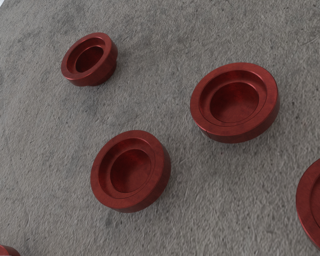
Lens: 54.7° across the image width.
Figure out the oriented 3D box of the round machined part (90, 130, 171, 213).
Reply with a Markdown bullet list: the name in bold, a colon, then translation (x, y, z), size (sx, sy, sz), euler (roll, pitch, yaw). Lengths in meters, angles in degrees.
- **round machined part**: translation (-0.031, 0.055, 0.376), size (0.098, 0.042, 0.098), euler (-13, 56, 21)

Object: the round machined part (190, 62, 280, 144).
- **round machined part**: translation (0.088, -0.025, 0.362), size (0.098, 0.042, 0.098), euler (-13, 56, 21)

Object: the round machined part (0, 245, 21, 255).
- **round machined part**: translation (-0.204, 0.197, 0.380), size (0.098, 0.042, 0.098), euler (-13, 56, 21)

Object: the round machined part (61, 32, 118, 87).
- **round machined part**: translation (-0.113, -0.109, 0.519), size (0.098, 0.042, 0.098), euler (-13, 56, 21)

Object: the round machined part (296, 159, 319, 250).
- **round machined part**: translation (0.170, 0.070, 0.261), size (0.098, 0.042, 0.098), euler (-13, 56, 21)
